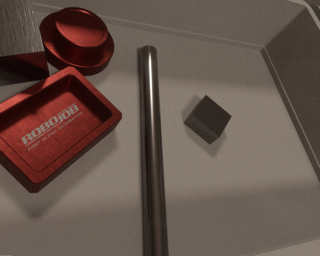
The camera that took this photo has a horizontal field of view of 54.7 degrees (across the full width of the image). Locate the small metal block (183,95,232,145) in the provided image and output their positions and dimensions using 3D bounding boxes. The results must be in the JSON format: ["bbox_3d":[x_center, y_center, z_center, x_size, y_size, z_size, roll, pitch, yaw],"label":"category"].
[{"bbox_3d":[0.070,-0.012,0.453,0.050,0.025,0.050,40,51,-2],"label":"small metal block"}]

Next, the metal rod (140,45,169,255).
[{"bbox_3d":[-0.010,0.014,0.393,0.025,0.025,0.299,11,57,-23],"label":"metal rod"}]

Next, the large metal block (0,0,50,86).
[{"bbox_3d":[-0.174,-0.095,0.342,0.081,0.050,0.080,-13,68,-18],"label":"large metal block"}]

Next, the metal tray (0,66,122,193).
[{"bbox_3d":[-0.117,-0.004,0.342,0.090,0.030,0.131,44,51,2],"label":"metal tray"}]

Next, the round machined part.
[{"bbox_3d":[-0.108,-0.120,0.411,0.099,0.042,0.098,14,56,-21],"label":"round machined part"}]
